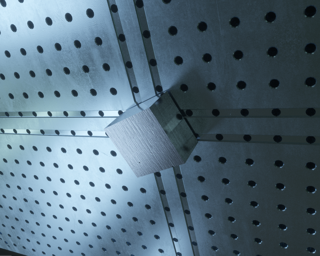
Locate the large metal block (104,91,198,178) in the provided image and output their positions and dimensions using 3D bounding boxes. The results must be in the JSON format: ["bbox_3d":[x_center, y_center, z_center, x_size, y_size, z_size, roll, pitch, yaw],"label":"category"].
[{"bbox_3d":[-0.011,0.010,0.402,0.080,0.050,0.080,-23,107,36],"label":"large metal block"}]
